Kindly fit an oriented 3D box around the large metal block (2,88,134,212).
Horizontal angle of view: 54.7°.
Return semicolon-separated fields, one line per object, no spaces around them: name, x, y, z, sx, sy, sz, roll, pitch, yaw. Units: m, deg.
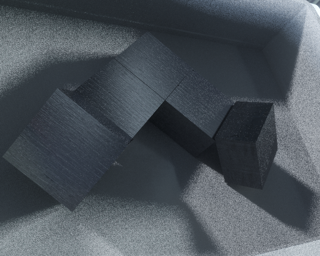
large metal block;-0.085;0.019;0.302;0.080;0.050;0.080;39;94;-2

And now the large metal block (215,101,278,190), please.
large metal block;0.118;0.021;0.411;0.080;0.050;0.080;-52;136;-39

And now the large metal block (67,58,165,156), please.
large metal block;-0.055;-0.023;0.372;0.080;0.050;0.080;39;51;-2

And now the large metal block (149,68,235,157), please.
large metal block;0.047;-0.022;0.425;0.080;0.050;0.080;39;51;-2

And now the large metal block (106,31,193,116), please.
large metal block;-0.016;-0.073;0.423;0.080;0.050;0.080;39;51;-2
